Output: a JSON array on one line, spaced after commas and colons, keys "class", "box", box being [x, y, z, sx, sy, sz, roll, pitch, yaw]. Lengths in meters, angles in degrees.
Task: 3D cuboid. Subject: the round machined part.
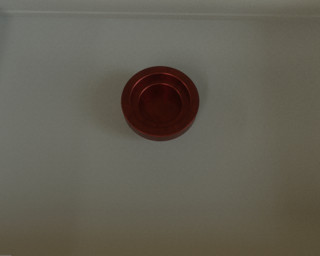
[{"class": "round machined part", "box": [0.000, -0.028, 0.408, 0.099, 0.042, 0.098, 0, 70, 0]}]
